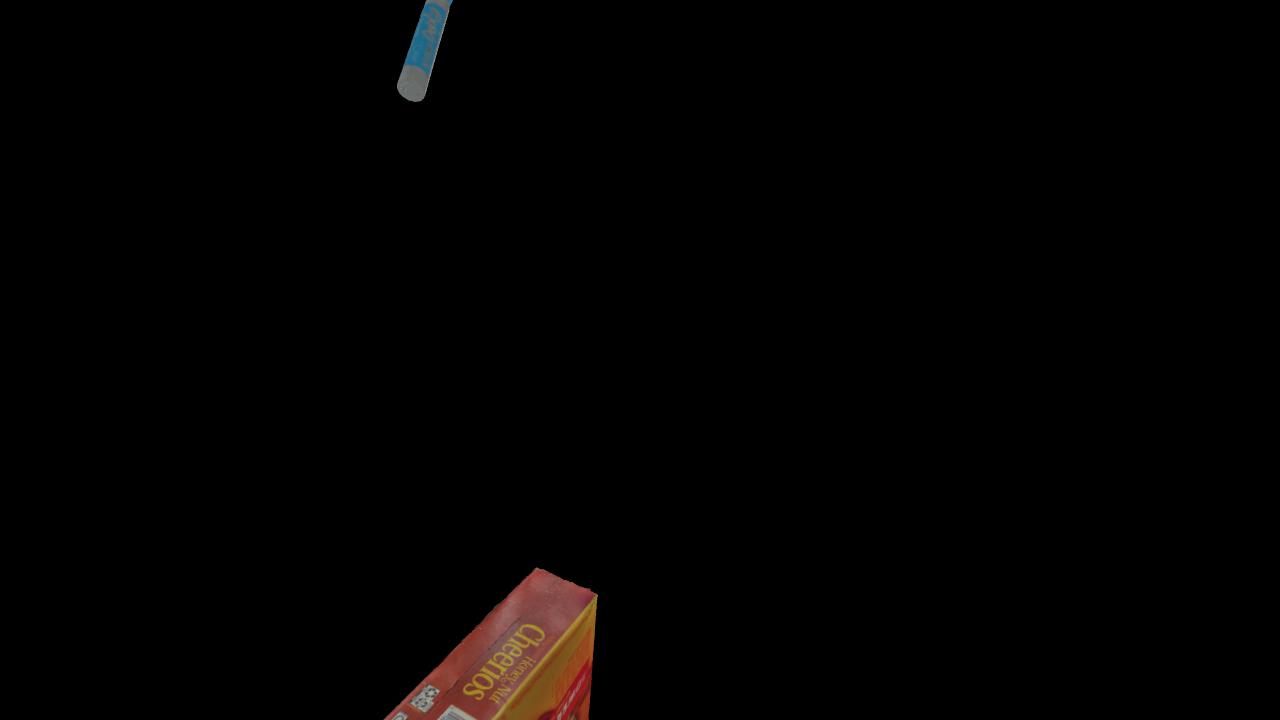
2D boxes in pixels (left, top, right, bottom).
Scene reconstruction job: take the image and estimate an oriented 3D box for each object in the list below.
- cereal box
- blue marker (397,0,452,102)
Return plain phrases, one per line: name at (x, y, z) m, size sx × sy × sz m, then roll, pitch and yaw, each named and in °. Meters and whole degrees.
cereal box at (-0.122, 0.369, 0.536) m, size 0.081 × 0.306 × 0.203 m, roll 14°, pitch 23°, yaw 23°
blue marker at (-0.153, -0.239, 0.446) m, size 0.020 × 0.121 × 0.020 m, roll 4°, pitch -25°, yaw 2°
